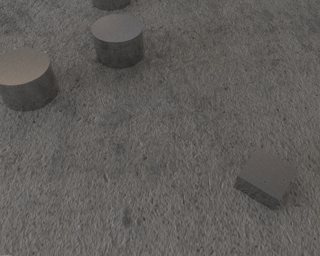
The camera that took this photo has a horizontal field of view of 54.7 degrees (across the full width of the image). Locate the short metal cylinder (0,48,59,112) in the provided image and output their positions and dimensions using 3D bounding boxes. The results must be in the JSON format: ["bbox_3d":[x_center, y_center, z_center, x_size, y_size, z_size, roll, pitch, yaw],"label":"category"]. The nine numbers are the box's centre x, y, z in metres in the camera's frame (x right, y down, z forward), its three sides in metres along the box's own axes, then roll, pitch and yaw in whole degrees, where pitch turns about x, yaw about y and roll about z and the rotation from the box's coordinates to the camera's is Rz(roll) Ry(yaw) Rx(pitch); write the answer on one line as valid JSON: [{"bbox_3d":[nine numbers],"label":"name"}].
[{"bbox_3d":[-0.193,-0.070,0.444,0.081,0.050,0.080,0,50,0],"label":"short metal cylinder"}]

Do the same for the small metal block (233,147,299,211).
[{"bbox_3d":[0.121,0.057,0.356,0.050,0.025,0.050,31,56,23],"label":"small metal block"}]

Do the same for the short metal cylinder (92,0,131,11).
[{"bbox_3d":[-0.100,-0.279,0.621,0.081,0.050,0.080,0,50,0],"label":"short metal cylinder"}]

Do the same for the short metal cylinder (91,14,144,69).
[{"bbox_3d":[-0.067,-0.142,0.506,0.081,0.050,0.080,0,50,0],"label":"short metal cylinder"}]
